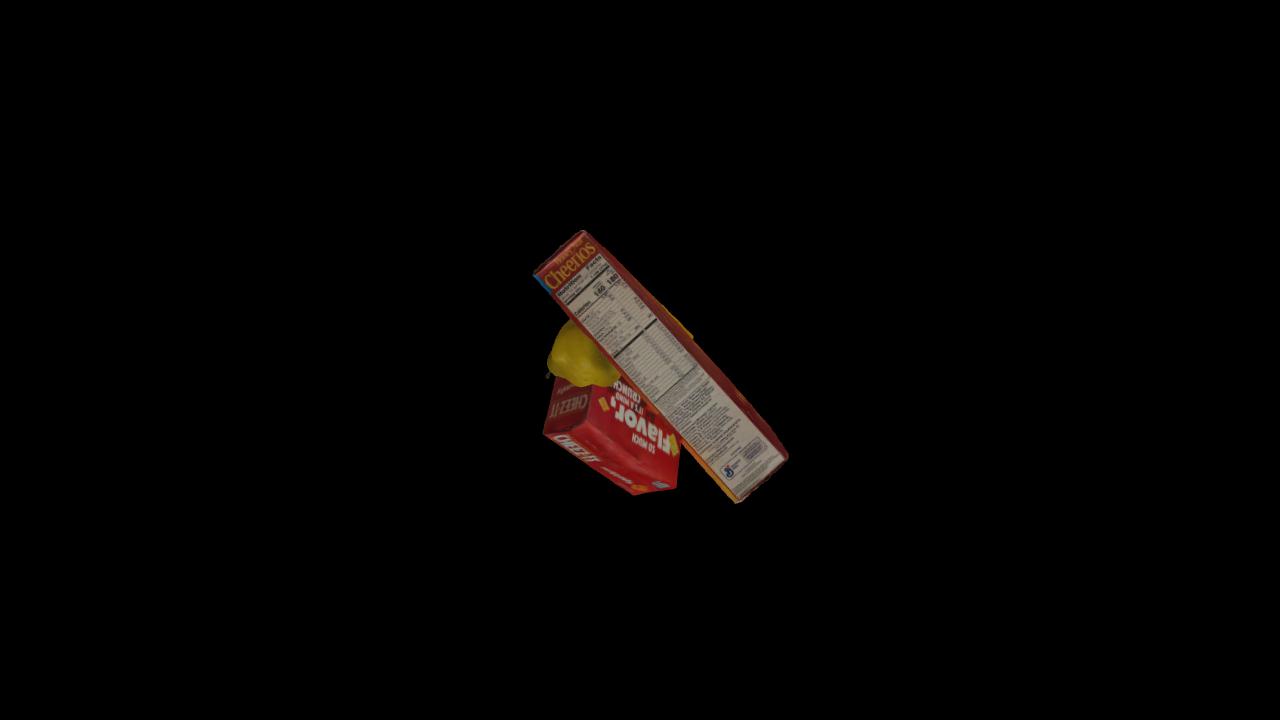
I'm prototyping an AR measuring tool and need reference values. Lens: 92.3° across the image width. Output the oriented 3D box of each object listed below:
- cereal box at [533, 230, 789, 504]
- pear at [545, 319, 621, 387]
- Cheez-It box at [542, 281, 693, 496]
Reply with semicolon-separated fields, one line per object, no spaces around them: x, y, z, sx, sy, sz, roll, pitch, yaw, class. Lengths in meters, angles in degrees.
0.027;0.002;0.692;0.081;0.306;0.203;-43;-2;5;cereal box
-0.068;-0.005;0.650;0.111;0.080;0.080;-6;-4;42;pear
-0.015;0.022;0.716;0.071;0.223;0.166;-18;-43;33;Cheez-It box
